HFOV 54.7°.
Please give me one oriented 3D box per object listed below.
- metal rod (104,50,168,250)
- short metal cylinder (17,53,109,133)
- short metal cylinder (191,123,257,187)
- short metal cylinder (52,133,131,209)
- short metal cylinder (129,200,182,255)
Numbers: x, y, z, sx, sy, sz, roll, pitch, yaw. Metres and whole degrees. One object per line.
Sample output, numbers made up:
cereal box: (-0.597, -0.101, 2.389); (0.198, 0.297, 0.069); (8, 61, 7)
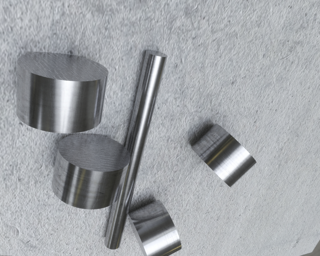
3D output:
metal rod: (-0.038, 0.046, 0.414); (0.025, 0.025, 0.298); (0, 118, -29)
short metal cylinder: (-0.093, -0.036, 0.298); (0.081, 0.080, 0.050); (-1, 119, -28)
short metal cylinder: (0.091, 0.039, 0.445); (0.050, 0.080, 0.080); (-45, 129, 3)
short metal cylinder: (-0.079, 0.047, 0.357); (0.081, 0.080, 0.050); (3, 117, -30)
short metal cylinder: (-0.009, 0.155, 0.462); (0.050, 0.080, 0.080); (-22, 127, -15)
